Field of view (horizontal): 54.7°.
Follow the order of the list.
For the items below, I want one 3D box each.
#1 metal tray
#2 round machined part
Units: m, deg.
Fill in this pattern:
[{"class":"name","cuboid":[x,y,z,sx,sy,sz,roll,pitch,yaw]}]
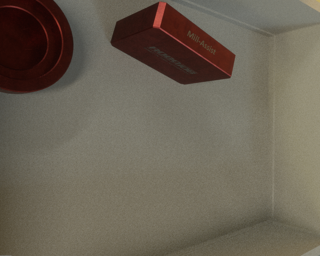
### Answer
[{"class":"metal tray","cuboid":[0.018,-0.096,0.380,0.131,0.090,0.030,22,76,-38]},{"class":"round machined part","cuboid":[-0.135,-0.080,0.283,0.099,0.042,0.097,0,90,-40]}]
